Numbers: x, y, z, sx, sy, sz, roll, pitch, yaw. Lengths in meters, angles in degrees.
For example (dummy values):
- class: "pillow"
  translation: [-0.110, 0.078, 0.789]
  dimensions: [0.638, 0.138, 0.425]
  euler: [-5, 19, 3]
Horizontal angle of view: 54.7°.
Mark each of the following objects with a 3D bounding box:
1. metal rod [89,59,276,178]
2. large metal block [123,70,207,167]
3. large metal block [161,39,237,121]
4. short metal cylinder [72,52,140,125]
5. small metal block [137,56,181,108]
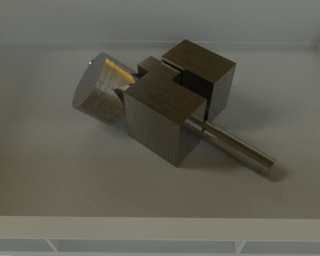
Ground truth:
- class: "metal rod"
  translation: [0.014, -0.025, 0.425]
  dimensions: [0.300, 0.025, 0.025]
  euler: [32, 57, 23]
- class: "large metal block"
  translation: [0.005, -0.011, 0.378]
  dimensions: [0.080, 0.080, 0.050]
  euler: [32, 57, 23]
- class: "large metal block"
  translation: [0.049, -0.061, 0.420]
  dimensions: [0.080, 0.080, 0.050]
  euler: [33, 57, 24]
- class: "short metal cylinder"
  translation: [-0.071, -0.050, 0.401]
  dimensions: [0.050, 0.080, 0.080]
  euler: [29, 43, -29]
- class: "small metal block"
  translation: [-0.001, -0.059, 0.407]
  dimensions: [0.050, 0.050, 0.025]
  euler: [33, 58, 24]
